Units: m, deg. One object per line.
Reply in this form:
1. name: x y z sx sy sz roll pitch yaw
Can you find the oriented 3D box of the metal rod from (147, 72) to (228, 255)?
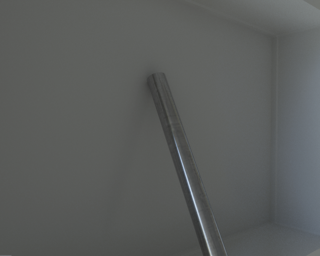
1. metal rod: 0.038 0.069 0.353 0.025 0.025 0.299 0 64 -40
